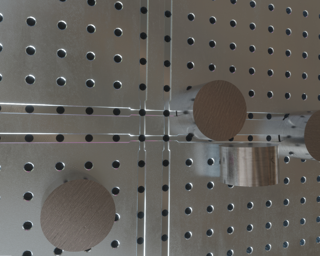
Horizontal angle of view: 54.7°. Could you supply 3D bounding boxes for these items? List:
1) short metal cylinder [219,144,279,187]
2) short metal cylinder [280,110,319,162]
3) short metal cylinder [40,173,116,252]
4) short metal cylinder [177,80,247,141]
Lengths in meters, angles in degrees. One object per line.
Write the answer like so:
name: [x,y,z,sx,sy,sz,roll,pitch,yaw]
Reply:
short metal cylinder: [0.123,0.048,0.431,0.081,0.080,0.050,-2,91,-20]
short metal cylinder: [0.240,0.011,0.490,0.081,0.050,0.079,0,90,-20]
short metal cylinder: [-0.097,0.096,0.364,0.081,0.050,0.079,0,90,-21]
short metal cylinder: [0.071,-0.023,0.427,0.081,0.050,0.079,0,90,-20]
